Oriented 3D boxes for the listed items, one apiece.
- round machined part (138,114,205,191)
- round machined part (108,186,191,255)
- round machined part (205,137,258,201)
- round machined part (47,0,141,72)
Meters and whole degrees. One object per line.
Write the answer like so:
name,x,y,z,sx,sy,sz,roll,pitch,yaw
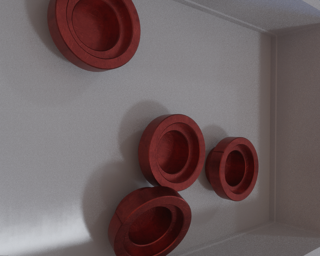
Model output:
round machined part,0.011,0.031,0.405,0.099,0.042,0.097,0,90,-40
round machined part,-0.015,0.110,0.367,0.099,0.042,0.097,-14,121,-25
round machined part,0.109,0.062,0.487,0.099,0.042,0.097,0,90,-40
round machined part,-0.073,-0.109,0.334,0.099,0.042,0.097,0,90,-40
